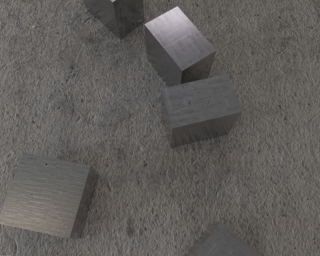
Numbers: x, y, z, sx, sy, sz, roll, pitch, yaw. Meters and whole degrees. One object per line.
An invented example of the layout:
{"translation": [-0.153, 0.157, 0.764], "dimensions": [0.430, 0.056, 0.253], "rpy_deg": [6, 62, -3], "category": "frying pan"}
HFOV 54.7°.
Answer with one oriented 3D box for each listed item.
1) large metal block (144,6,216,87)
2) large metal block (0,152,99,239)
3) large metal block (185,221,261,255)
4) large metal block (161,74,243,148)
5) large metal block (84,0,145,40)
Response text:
{"translation": [0.024, -0.097, 0.414], "dimensions": [0.050, 0.080, 0.080], "rpy_deg": [-33, 74, -11], "category": "large metal block"}
{"translation": [-0.126, 0.080, 0.364], "dimensions": [0.080, 0.050, 0.080], "rpy_deg": [11, 70, 4], "category": "large metal block"}
{"translation": [0.074, 0.147, 0.326], "dimensions": [0.080, 0.080, 0.050], "rpy_deg": [39, 75, 13], "category": "large metal block"}
{"translation": [0.047, -0.018, 0.386], "dimensions": [0.081, 0.080, 0.050], "rpy_deg": [-13, 71, -5], "category": "large metal block"}
{"translation": [-0.070, -0.190, 0.448], "dimensions": [0.050, 0.080, 0.080], "rpy_deg": [-43, 76, -14], "category": "large metal block"}
